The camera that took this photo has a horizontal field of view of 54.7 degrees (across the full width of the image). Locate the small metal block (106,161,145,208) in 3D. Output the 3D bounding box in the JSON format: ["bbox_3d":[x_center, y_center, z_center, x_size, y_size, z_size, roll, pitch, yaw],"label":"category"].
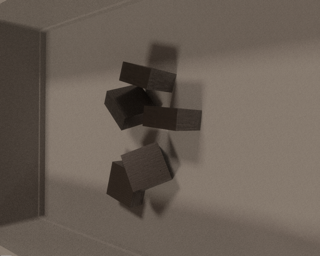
[{"bbox_3d":[-0.047,0.079,0.443,0.050,0.025,0.050,19,102,38],"label":"small metal block"}]

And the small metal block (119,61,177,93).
[{"bbox_3d":[-0.016,-0.066,0.401,0.050,0.050,0.025,23,104,37],"label":"small metal block"}]

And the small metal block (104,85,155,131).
[{"bbox_3d":[-0.040,-0.029,0.417,0.050,0.050,0.025,54,144,25],"label":"small metal block"}]

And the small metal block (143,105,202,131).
[{"bbox_3d":[0.015,-0.012,0.376,0.050,0.050,0.025,8,96,39],"label":"small metal block"}]

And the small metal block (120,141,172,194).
[{"bbox_3d":[-0.017,0.052,0.403,0.050,0.025,0.050,-21,73,-1],"label":"small metal block"}]
